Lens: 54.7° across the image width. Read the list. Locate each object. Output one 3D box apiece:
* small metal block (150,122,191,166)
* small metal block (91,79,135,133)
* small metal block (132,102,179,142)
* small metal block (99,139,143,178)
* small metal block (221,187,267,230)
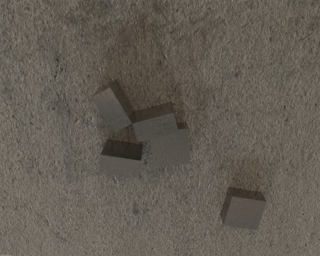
[{"bbox_3d":[0.014,0.022,0.418,0.050,0.025,0.050,-5,110,1],"label":"small metal block"},{"bbox_3d":[-0.056,-0.029,0.385,0.025,0.050,0.050,-27,108,9],"label":"small metal block"},{"bbox_3d":[-0.005,-0.009,0.393,0.050,0.050,0.025,-14,110,5],"label":"small metal block"},{"bbox_3d":[-0.050,0.040,0.410,0.050,0.050,0.025,9,110,-4],"label":"small metal block"},{"bbox_3d":[0.121,0.118,0.454,0.050,0.025,0.050,9,110,-4],"label":"small metal block"}]
